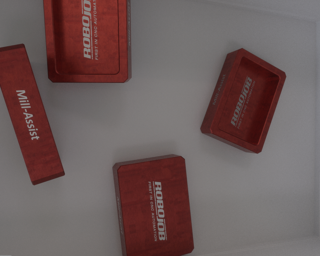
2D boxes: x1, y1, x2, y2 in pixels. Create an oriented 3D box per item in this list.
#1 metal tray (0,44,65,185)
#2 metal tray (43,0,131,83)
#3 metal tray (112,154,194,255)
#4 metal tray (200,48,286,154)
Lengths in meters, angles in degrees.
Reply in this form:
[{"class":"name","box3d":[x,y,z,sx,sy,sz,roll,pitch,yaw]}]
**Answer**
[{"class":"metal tray","box3d":[-0.136,-0.012,0.325,0.030,0.090,0.129,-17,96,-19]},{"class":"metal tray","box3d":[-0.080,-0.117,0.349,0.091,0.030,0.129,1,101,2]},{"class":"metal tray","box3d":[-0.008,0.105,0.405,0.091,0.030,0.129,-7,93,-20]},{"class":"metal tray","box3d":[0.123,-0.038,0.452,0.091,0.030,0.130,23,82,-19]}]
